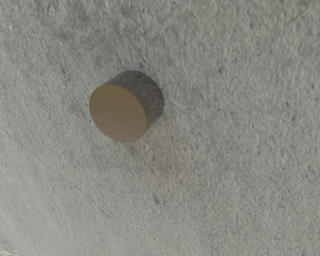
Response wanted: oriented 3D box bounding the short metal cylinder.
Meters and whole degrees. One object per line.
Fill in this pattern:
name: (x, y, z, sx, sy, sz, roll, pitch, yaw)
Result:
short metal cylinder: (-0.042, -0.027, 0.394, 0.080, 0.050, 0.079, 13, 124, 20)
